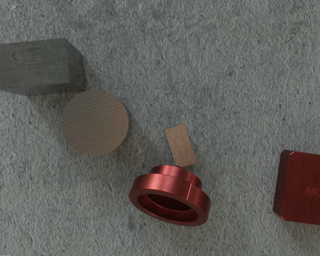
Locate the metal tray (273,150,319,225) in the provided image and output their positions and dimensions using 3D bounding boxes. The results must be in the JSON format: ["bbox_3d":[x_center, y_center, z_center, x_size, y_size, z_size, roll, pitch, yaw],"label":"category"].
[{"bbox_3d":[0.225,0.082,0.411,0.131,0.030,0.089,8,90,-1],"label":"metal tray"}]

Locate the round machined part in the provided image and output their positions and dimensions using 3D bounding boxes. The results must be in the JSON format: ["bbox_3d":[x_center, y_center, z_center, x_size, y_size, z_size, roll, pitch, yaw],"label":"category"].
[{"bbox_3d":[0.015,0.081,0.382,0.098,0.097,0.042,21,57,-1],"label":"round machined part"}]

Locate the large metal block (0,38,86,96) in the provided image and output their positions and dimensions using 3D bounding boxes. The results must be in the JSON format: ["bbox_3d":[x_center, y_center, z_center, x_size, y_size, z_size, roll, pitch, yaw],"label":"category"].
[{"bbox_3d":[-0.143,-0.071,0.381,0.081,0.080,0.050,-6,90,-1],"label":"large metal block"}]

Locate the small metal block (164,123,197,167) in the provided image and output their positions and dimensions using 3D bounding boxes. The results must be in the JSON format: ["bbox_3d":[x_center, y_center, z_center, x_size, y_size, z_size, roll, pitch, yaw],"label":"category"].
[{"bbox_3d":[0.024,0.022,0.398,0.025,0.050,0.050,-17,90,-1],"label":"small metal block"}]

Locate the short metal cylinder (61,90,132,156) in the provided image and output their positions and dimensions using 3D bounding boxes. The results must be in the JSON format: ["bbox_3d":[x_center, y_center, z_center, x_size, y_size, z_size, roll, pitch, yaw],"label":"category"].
[{"bbox_3d":[-0.078,-0.006,0.396,0.081,0.050,0.079,0,90,-1],"label":"short metal cylinder"}]
